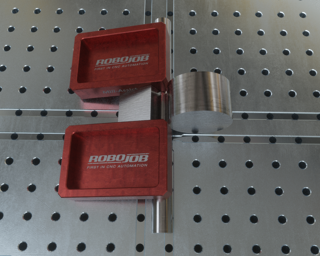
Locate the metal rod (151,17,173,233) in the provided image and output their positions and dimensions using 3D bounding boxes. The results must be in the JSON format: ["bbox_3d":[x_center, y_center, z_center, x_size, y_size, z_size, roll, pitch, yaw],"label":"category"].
[{"bbox_3d":[0.003,-0.018,0.414,0.025,0.025,0.299,0,70,0],"label":"metal rod"}]

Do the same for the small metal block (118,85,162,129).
[{"bbox_3d":[-0.026,-0.024,0.405,0.050,0.025,0.050,-11,67,29],"label":"small metal block"}]

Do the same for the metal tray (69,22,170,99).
[{"bbox_3d":[-0.053,-0.091,0.423,0.131,0.030,0.090,-4,70,11],"label":"metal tray"}]

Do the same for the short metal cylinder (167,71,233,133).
[{"bbox_3d":[0.049,-0.029,0.390,0.081,0.080,0.050,0,70,0],"label":"short metal cylinder"}]

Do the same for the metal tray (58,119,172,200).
[{"bbox_3d":[-0.052,0.040,0.376,0.131,0.030,0.090,-4,70,11],"label":"metal tray"}]
